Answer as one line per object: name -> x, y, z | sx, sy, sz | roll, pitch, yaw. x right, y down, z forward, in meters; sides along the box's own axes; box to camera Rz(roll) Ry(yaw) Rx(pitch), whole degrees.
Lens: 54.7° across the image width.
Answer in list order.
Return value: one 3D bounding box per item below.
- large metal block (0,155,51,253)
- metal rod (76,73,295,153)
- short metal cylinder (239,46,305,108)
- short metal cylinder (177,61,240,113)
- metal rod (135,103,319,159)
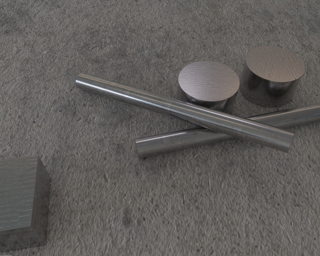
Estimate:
large metal block -> -0.163, 0.079, 0.319 | 0.081, 0.050, 0.080 | -7, 50, -6
metal rod -> 0.014, -0.027, 0.401 | 0.301, 0.025, 0.025 | 18, 52, 24
short metal cylinder -> 0.161, -0.075, 0.451 | 0.081, 0.050, 0.080 | 0, 50, 0
short metal cylinder -> 0.064, -0.048, 0.427 | 0.081, 0.050, 0.080 | 0, 50, 0
metal rod -> 0.118, -0.002, 0.405 | 0.302, 0.025, 0.025 | -11, 51, -9
